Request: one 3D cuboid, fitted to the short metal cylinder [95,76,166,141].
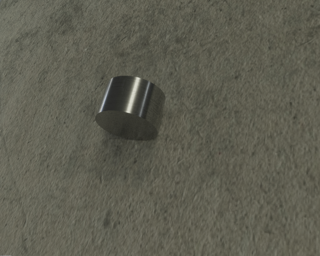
[{"bbox_3d":[-0.037,-0.023,0.401,0.080,0.080,0.050,-1,62,27],"label":"short metal cylinder"}]
